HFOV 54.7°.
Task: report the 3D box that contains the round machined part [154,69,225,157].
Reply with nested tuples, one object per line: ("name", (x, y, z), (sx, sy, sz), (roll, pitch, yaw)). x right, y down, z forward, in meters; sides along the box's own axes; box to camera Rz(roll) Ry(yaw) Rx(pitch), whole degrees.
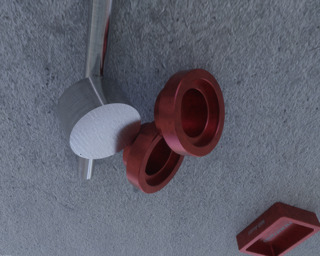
("round machined part", (0.031, -0.017, 0.356), (0.042, 0.098, 0.098), (2, 140, 42))

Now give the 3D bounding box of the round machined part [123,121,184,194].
("round machined part", (-0.010, 0.031, 0.399), (0.042, 0.099, 0.097), (25, 139, 31))

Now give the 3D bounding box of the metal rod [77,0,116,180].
("metal rod", (-0.079, -0.044, 0.368), (0.025, 0.025, 0.298), (9, 130, -8))

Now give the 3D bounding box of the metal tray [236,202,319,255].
("metal tray", (0.215, 0.194, 0.572), (0.091, 0.030, 0.129), (19, 127, -17))

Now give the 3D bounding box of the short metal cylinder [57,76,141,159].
("short metal cylinder", (-0.069, -0.011, 0.349), (0.081, 0.050, 0.080), (-21, 141, -18))
